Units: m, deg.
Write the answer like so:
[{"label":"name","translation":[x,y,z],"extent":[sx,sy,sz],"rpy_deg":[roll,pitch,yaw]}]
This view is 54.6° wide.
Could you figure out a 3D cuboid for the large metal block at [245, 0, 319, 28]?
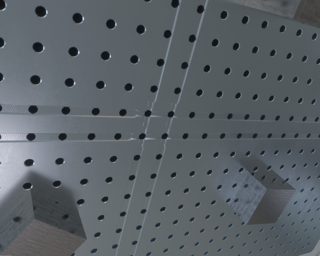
[{"label":"large metal block","translation":[0.166,-0.155,0.369],"extent":[0.081,0.080,0.050],"rpy_deg":[3,117,-30]}]

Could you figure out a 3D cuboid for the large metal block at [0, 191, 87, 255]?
[{"label":"large metal block","translation":[-0.156,0.139,0.396],"extent":[0.080,0.050,0.080],"rpy_deg":[-46,129,4]}]

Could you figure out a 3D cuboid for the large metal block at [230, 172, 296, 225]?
[{"label":"large metal block","translation":[0.191,0.131,0.579],"extent":[0.081,0.050,0.080],"rpy_deg":[8,114,-32]}]
